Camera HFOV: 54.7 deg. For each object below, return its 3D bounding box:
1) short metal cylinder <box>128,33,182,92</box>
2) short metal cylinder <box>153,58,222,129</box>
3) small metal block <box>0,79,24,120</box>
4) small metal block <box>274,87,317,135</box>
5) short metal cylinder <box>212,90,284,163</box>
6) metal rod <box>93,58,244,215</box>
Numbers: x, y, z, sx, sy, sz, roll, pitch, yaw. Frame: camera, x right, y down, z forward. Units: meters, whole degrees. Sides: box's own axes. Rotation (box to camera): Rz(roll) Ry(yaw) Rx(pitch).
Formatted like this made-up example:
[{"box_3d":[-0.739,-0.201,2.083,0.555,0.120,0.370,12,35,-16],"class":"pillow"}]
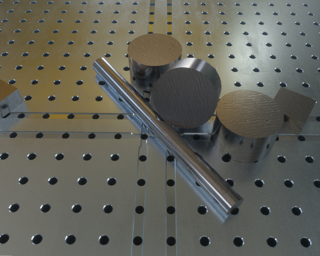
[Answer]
[{"box_3d":[-0.007,-0.101,0.476,0.080,0.050,0.080,0,50,0],"class":"short metal cylinder"},{"box_3d":[0.037,-0.046,0.402,0.080,0.079,0.050,13,28,11],"class":"short metal cylinder"},{"box_3d":[-0.235,-0.042,0.441,0.050,0.025,0.050,26,55,20],"class":"small metal block"},{"box_3d":[0.180,-0.025,0.429,0.050,0.025,0.050,27,55,21],"class":"small metal block"},{"box_3d":[0.109,-0.003,0.394,0.080,0.050,0.080,0,50,0],"class":"short metal cylinder"},{"box_3d":[-0.007,-0.007,0.413,0.025,0.025,0.300,-29,56,-22],"class":"metal rod"}]
